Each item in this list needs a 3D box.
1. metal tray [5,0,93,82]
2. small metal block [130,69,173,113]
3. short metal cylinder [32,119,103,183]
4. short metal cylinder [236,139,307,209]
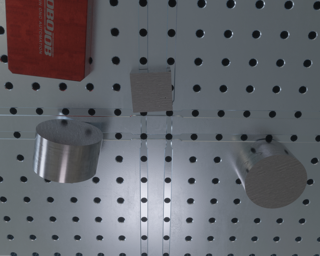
[{"bbox_3d":[-0.128,-0.126,0.363,0.091,0.030,0.129,7,110,-3],"label":"metal tray"},{"bbox_3d":[-0.010,-0.048,0.395,0.050,0.025,0.050,-3,110,1],"label":"small metal block"},{"bbox_3d":[-0.116,0.027,0.393,0.081,0.080,0.050,12,110,-5],"label":"short metal cylinder"},{"bbox_3d":[0.150,0.062,0.424,0.081,0.050,0.079,0,110,0],"label":"short metal cylinder"}]
